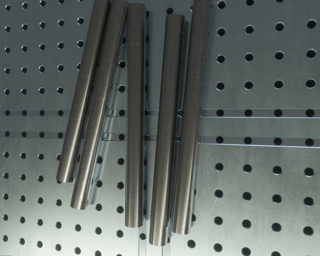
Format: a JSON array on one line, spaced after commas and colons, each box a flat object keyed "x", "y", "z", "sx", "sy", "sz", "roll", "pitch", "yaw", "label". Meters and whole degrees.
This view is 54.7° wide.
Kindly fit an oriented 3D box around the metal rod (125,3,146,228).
[{"x": -0.033, "y": -0.017, "z": 0.423, "sx": 0.025, "sy": 0.025, "sz": 0.298, "roll": 1, "pitch": 90, "yaw": 19, "label": "metal rod"}]

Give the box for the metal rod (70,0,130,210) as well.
[{"x": -0.086, "y": -0.030, "z": 0.441, "sx": 0.025, "sy": 0.025, "sz": 0.298, "roll": 14, "pitch": 95, "yaw": 19, "label": "metal rod"}]

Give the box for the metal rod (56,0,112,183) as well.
[{"x": -0.107, "y": -0.068, "z": 0.448, "sx": 0.025, "sy": 0.025, "sz": 0.298, "roll": 15, "pitch": 95, "yaw": 19, "label": "metal rod"}]

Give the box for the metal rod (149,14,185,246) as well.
[{"x": 0.009, "y": 0.004, "z": 0.408, "sx": 0.025, "sy": 0.025, "sz": 0.298, "roll": 5, "pitch": 92, "yaw": 19, "label": "metal rod"}]

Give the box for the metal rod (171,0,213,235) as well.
[{"x": 0.041, "y": -0.015, "z": 0.397, "sx": 0.025, "sy": 0.025, "sz": 0.298, "roll": 6, "pitch": 92, "yaw": 19, "label": "metal rod"}]
